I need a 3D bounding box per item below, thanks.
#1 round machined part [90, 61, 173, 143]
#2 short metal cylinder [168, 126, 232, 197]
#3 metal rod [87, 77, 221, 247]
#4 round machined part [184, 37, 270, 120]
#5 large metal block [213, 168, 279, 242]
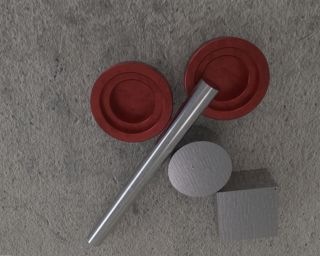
[{"bbox_3d":[-0.033,-0.034,0.386,0.099,0.042,0.097,0,109,1],"label":"round machined part"},{"bbox_3d":[0.049,0.043,0.411,0.081,0.050,0.079,-1,112,-2],"label":"short metal cylinder"},{"bbox_3d":[-0.021,0.060,0.406,0.025,0.025,0.298,30,117,-11],"label":"metal rod"},{"bbox_3d":[0.078,-0.062,0.379,0.099,0.042,0.097,0,110,0],"label":"round machined part"},{"bbox_3d":[0.118,0.108,0.437,0.080,0.050,0.079,-6,110,2],"label":"large metal block"}]
